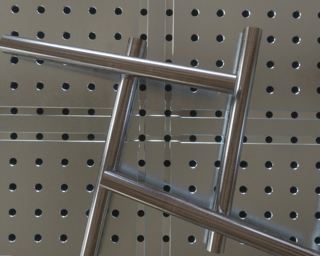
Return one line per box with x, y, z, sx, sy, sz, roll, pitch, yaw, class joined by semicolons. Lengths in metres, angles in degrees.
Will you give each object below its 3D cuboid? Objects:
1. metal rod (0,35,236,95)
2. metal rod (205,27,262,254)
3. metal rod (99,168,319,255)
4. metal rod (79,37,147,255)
-0.058;-0.081;0.389;0.301;0.025;0.025;12;90;8;metal rod
0.099;0.016;0.414;0.025;0.025;0.298;10;90;-1;metal rod
0.069;0.117;0.388;0.301;0.025;0.025;22;90;-1;metal rod
-0.062;0.029;0.412;0.025;0.025;0.298;13;90;-1;metal rod
